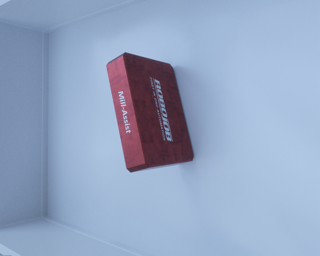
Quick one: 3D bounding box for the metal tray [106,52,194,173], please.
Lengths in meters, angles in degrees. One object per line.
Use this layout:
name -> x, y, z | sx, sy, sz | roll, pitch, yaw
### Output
metal tray -> -0.010, -0.018, 0.370 | 0.030, 0.091, 0.129 | -20, 78, 37
